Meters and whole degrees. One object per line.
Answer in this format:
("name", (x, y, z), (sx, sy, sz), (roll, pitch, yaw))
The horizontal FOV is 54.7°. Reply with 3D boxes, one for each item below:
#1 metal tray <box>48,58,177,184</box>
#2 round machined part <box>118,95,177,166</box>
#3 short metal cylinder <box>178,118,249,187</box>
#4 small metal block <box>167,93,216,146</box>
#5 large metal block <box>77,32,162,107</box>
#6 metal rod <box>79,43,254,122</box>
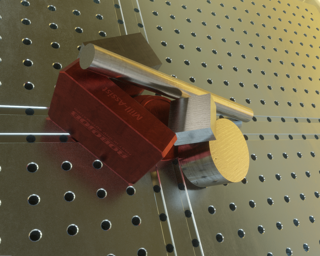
("metal tray", (-0.056, -0.003, 0.338), (0.130, 0.090, 0.030), (40, 51, -2))
("round machined part", (-0.005, -0.003, 0.401), (0.099, 0.042, 0.098), (14, 56, -21))
("short metal cylinder", (0.069, 0.033, 0.396), (0.081, 0.050, 0.080), (17, 64, -39))
("small metal block", (0.038, -0.010, 0.364), (0.025, 0.050, 0.050), (57, 32, -47))
("large metal block", (-0.057, -0.066, 0.381), (0.081, 0.080, 0.050), (-23, 75, -37))
("metal rod", (0.036, -0.044, 0.395), (0.302, 0.025, 0.025), (12, 54, -45))
